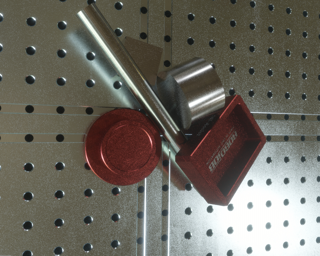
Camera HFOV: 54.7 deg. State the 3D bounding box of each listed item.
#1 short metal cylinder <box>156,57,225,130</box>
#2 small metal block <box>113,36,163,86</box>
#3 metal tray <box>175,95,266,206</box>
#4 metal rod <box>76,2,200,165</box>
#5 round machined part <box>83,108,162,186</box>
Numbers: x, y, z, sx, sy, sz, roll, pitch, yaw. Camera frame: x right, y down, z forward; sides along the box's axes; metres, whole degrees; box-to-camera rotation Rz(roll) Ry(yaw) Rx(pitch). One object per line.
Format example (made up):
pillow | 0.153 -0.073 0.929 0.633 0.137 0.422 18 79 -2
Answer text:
short metal cylinder | 0.038 -0.044 0.398 0.050 0.080 0.080 -27 99 -18
small metal block | -0.029 -0.085 0.403 0.050 0.025 0.050 14 85 -20
metal tray | 0.088 0.028 0.421 0.130 0.030 0.090 -49 113 -29
metal rod | -0.001 -0.018 0.395 0.025 0.025 0.299 -42 111 -15
round machined part | -0.043 0.024 0.387 0.099 0.042 0.097 0 90 -21
